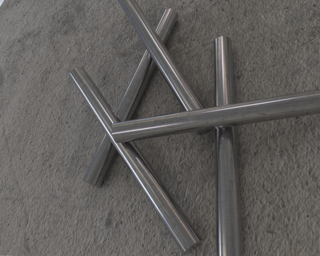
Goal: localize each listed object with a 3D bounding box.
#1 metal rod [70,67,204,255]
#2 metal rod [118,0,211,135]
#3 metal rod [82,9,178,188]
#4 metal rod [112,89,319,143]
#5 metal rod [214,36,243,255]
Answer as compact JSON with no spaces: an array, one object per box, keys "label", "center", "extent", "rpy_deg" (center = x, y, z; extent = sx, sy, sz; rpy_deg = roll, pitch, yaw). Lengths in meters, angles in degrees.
[{"label":"metal rod","center":[-0.045,0.019,0.390],"extent":[0.025,0.025,0.300],"rpy_deg":[-39,59,2]},{"label":"metal rod","center":[-0.005,-0.114,0.448],"extent":[0.025,0.025,0.299],"rpy_deg":[-32,60,7]},{"label":"metal rod","center":[-0.036,-0.057,0.457],"extent":[0.025,0.025,0.300],"rpy_deg":[10,66,32]},{"label":"metal rod","center":[0.093,-0.016,0.336],"extent":[0.301,0.025,0.025],"rpy_deg":[-9,58,13]},{"label":"metal rod","center":[0.076,0.011,0.356],"extent":[0.025,0.025,0.299],"rpy_deg":[-9,58,23]}]
